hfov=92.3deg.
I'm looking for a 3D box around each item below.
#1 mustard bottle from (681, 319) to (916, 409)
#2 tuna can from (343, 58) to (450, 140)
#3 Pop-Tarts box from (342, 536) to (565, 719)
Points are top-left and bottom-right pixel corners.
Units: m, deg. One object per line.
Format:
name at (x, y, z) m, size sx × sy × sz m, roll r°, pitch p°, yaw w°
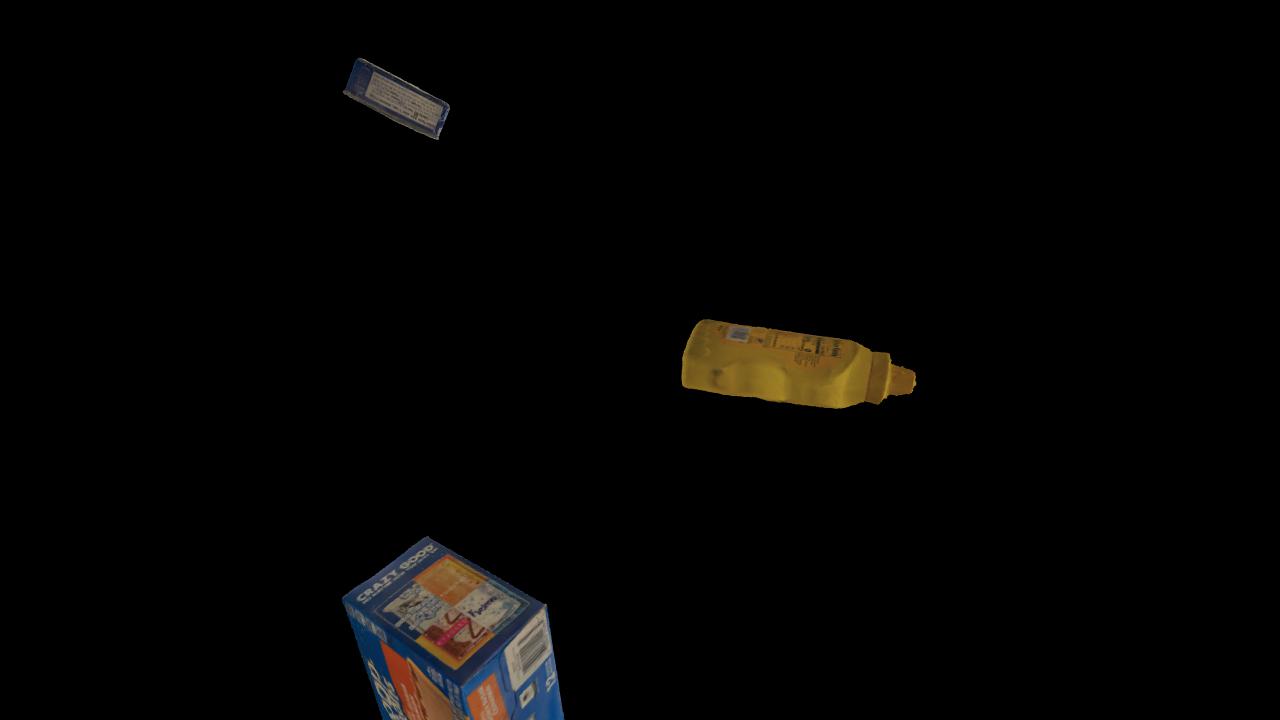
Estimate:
mustard bottle at (0.133, 0.005, 0.517) m, size 0.184 × 0.054 × 0.092 m, roll 8°, pitch 21°, yaw 17°
tuna can at (-0.213, -0.230, 0.544) m, size 0.084 × 0.034 × 0.084 m, roll 26°, pitch 12°, yaw -6°
Pop-Tarts box at (-0.140, 0.250, 0.481) m, size 0.141 × 0.167 × 0.083 m, roll 15°, pitch 29°, yaw 33°
